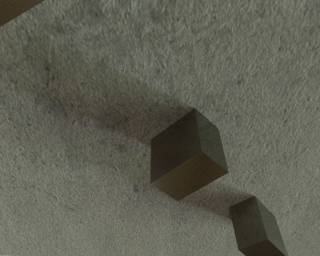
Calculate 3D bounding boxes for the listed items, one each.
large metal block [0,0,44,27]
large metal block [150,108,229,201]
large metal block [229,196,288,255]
[{"bbox_3d":[-0.127,-0.148,0.263,0.080,0.050,0.080,-22,127,17],"label":"large metal block"},{"bbox_3d":[0.034,0.034,0.401,0.080,0.080,0.050,-36,122,26],"label":"large metal block"},{"bbox_3d":[0.166,0.176,0.524,0.050,0.080,0.080,-31,124,23],"label":"large metal block"}]
